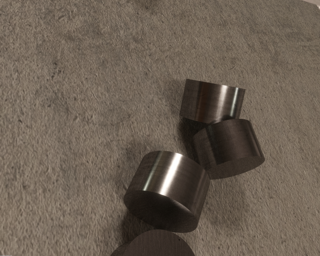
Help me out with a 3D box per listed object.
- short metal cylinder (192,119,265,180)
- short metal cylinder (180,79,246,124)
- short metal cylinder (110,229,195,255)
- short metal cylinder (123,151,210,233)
[{"bbox_3d":[0.087,0.029,0.400,0.081,0.080,0.050,1,62,-28],"label":"short metal cylinder"},{"bbox_3d":[0.071,-0.035,0.422,0.081,0.080,0.050,5,101,-26],"label":"short metal cylinder"},{"bbox_3d":[-0.009,0.144,0.297,0.081,0.050,0.080,14,56,-21],"label":"short metal cylinder"},{"bbox_3d":[0.008,0.069,0.332,0.080,0.080,0.050,32,51,-8],"label":"short metal cylinder"}]
